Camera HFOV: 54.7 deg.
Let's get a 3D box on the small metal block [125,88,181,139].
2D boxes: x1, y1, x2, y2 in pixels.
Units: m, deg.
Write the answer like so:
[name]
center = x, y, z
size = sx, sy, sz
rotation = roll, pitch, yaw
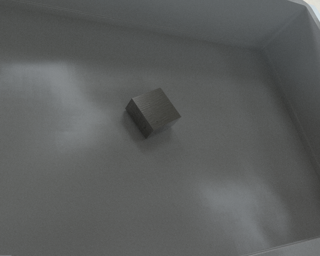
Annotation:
[small metal block]
center = -0.009, -0.020, 0.410
size = 0.050, 0.025, 0.050
rotation = -26, 76, -37
